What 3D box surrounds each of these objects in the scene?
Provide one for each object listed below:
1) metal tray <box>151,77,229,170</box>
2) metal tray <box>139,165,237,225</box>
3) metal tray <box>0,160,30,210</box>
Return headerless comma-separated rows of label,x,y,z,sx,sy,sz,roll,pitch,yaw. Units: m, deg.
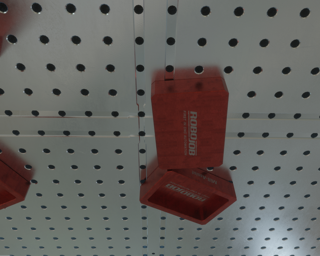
metal tray,0.039,-0.001,0.408,0.091,0.030,0.129,-3,130,2
metal tray,0.044,0.105,0.498,0.131,0.030,0.090,25,126,-21
metal tray,-0.286,0.096,0.485,0.130,0.030,0.090,-23,127,17
